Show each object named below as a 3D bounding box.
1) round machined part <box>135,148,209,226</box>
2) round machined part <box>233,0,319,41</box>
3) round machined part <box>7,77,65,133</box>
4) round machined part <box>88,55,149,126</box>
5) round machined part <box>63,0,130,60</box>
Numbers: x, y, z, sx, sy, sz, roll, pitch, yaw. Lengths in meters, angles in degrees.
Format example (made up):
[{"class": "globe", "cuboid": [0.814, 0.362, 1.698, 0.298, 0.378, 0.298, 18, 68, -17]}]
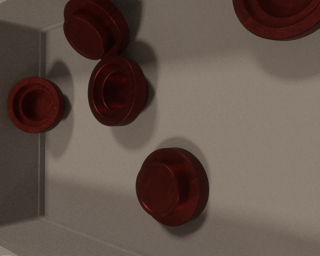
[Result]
[{"class": "round machined part", "cuboid": [0.008, 0.074, 0.387, 0.098, 0.042, 0.097, 0, 90, 39]}, {"class": "round machined part", "cuboid": [0.121, -0.131, 0.289, 0.098, 0.042, 0.097, 9, 104, 39]}, {"class": "round machined part", "cuboid": [-0.214, -0.040, 0.551, 0.098, 0.042, 0.097, 0, 89, 9]}, {"class": "round machined part", "cuboid": [-0.055, -0.051, 0.439, 0.098, 0.042, 0.097, 0, 90, 39]}, {"class": "round machined part", "cuboid": [-0.095, -0.135, 0.436, 0.098, 0.042, 0.097, 22, 146, 16]}]
